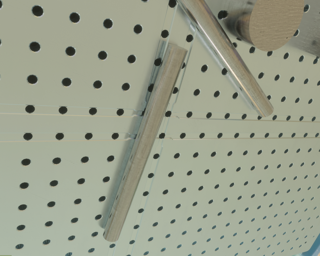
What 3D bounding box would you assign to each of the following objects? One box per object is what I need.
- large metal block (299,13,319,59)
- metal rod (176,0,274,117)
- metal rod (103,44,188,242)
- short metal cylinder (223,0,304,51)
[{"bbox_3d":[0.266,-0.131,0.443,0.050,0.080,0.079,11,113,-33],"label":"large metal block"},{"bbox_3d":[0.079,-0.103,0.392,0.025,0.025,0.300,-46,130,4],"label":"metal rod"},{"bbox_3d":[-0.027,0.035,0.419,0.025,0.025,0.298,6,115,-32],"label":"metal rod"},{"bbox_3d":[0.126,-0.140,0.379,0.081,0.050,0.079,-14,125,-21],"label":"short metal cylinder"}]
